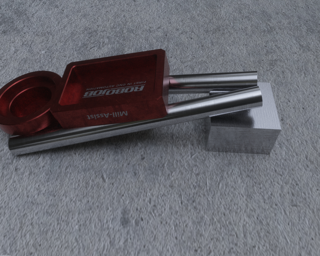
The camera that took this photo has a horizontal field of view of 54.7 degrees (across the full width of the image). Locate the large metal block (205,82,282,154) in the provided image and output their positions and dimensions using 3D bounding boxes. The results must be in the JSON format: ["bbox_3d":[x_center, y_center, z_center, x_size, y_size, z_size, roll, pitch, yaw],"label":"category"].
[{"bbox_3d":[0.101,-0.015,0.400,0.080,0.050,0.080,3,50,2],"label":"large metal block"}]

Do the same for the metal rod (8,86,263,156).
[{"bbox_3d":[-0.034,-0.007,0.368,0.301,0.025,0.025,-11,50,6],"label":"metal rod"}]

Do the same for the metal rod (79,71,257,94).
[{"bbox_3d":[-0.029,-0.056,0.409,0.301,0.025,0.025,0,49,16],"label":"metal rod"}]

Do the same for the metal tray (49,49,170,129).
[{"bbox_3d":[-0.056,-0.048,0.374,0.131,0.030,0.090,-6,49,11],"label":"metal tray"}]

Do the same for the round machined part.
[{"bbox_3d":[-0.165,-0.028,0.408,0.098,0.042,0.098,-6,49,8],"label":"round machined part"}]
